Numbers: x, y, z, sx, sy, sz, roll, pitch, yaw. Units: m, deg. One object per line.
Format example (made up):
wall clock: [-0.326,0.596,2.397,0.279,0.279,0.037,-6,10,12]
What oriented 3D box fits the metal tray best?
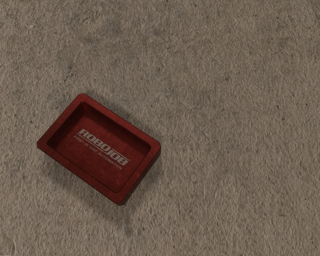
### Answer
metal tray: [-0.075,0.026,0.395,0.130,0.030,0.090,33,73,11]
